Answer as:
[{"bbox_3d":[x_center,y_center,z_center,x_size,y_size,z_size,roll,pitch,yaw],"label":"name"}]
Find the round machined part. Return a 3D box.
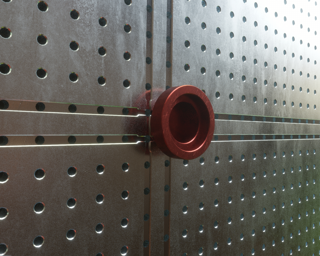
[{"bbox_3d":[0.026,-0.007,0.419,0.099,0.042,0.097,0,90,-40],"label":"round machined part"}]
